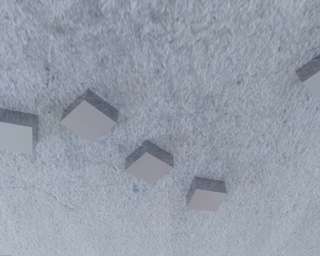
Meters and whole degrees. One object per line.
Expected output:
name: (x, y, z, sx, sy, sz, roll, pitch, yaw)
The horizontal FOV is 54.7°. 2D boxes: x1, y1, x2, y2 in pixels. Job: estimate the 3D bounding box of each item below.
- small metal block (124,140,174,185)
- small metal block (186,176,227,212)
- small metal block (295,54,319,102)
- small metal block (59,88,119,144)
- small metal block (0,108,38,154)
small metal block: (-0.016, 0.051, 0.451, 0.050, 0.025, 0.050, 33, 123, -25)
small metal block: (0.074, 0.108, 0.500, 0.050, 0.025, 0.050, 10, 129, -9)
small metal block: (0.196, -0.060, 0.359, 0.050, 0.025, 0.050, 35, 121, -27)
small metal block: (-0.089, -0.014, 0.394, 0.050, 0.025, 0.050, -36, 122, 26)
small metal block: (-0.191, 0.005, 0.409, 0.050, 0.025, 0.050, 11, 129, -10)
